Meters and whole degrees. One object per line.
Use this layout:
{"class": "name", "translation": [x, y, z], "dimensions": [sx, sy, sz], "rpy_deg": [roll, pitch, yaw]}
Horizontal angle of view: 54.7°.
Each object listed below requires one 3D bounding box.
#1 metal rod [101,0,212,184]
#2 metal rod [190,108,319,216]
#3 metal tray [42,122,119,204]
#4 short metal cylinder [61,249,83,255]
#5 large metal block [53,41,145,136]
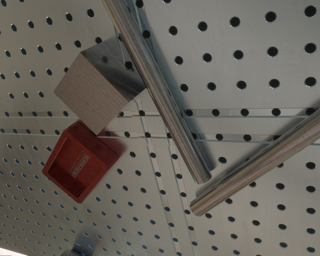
{"class": "metal rod", "translation": [-0.007, -0.058, 0.377], "dimensions": [0.025, 0.025, 0.299], "rpy_deg": [-16, 111, 34]}
{"class": "metal rod", "translation": [0.132, 0.032, 0.360], "dimensions": [0.025, 0.025, 0.298], "rpy_deg": [42, 129, -1]}
{"class": "metal tray", "translation": [-0.136, 0.062, 0.515], "dimensions": [0.090, 0.030, 0.129], "rpy_deg": [41, 129, 0]}
{"class": "short metal cylinder", "translation": [-0.195, 0.310, 0.667], "dimensions": [0.050, 0.080, 0.079], "rpy_deg": [23, 127, 14]}
{"class": "large metal block", "translation": [-0.078, -0.050, 0.403], "dimensions": [0.080, 0.050, 0.080], "rpy_deg": [46, 129, -5]}
